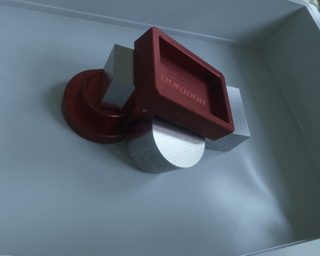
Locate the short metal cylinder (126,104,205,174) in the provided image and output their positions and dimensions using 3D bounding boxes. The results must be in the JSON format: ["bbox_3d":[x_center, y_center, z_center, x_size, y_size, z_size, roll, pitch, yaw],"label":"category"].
[{"bbox_3d":[0.008,0.012,0.371,0.081,0.050,0.080,15,66,-36],"label":"short metal cylinder"}]

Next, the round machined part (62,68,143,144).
[{"bbox_3d":[-0.066,-0.033,0.378,0.099,0.042,0.098,14,56,-21],"label":"round machined part"}]

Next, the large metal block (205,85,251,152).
[{"bbox_3d":[0.072,-0.017,0.437,0.081,0.050,0.080,9,58,-24],"label":"large metal block"}]

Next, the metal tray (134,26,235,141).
[{"bbox_3d":[0.030,-0.047,0.356,0.131,0.030,0.090,23,51,-39],"label":"metal tray"}]

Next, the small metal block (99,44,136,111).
[{"bbox_3d":[-0.047,-0.055,0.343,0.025,0.050,0.050,12,57,-22],"label":"small metal block"}]
